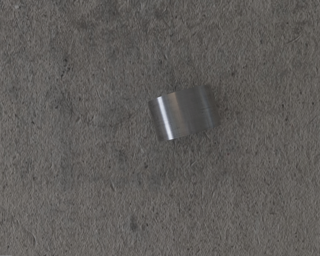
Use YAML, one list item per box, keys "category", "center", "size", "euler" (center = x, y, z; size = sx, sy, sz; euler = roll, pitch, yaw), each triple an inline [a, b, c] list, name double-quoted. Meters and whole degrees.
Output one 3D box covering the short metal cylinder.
- category: "short metal cylinder"
  center: [0.030, -0.018, 0.383]
  size: [0.080, 0.080, 0.050]
  euler: [-16, 90, 0]
